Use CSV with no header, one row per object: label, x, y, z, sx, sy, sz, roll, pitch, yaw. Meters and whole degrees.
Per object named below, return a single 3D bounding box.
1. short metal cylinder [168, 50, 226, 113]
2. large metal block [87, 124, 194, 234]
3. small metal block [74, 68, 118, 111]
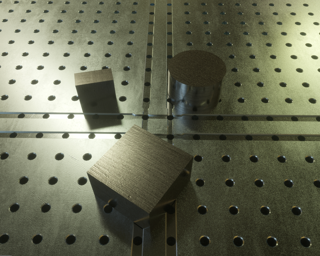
short metal cylinder,0.052,-0.068,0.449,0.080,0.050,0.080,0,50,0
large metal block,-0.020,0.054,0.346,0.080,0.050,0.080,28,55,21
small metal block,-0.089,-0.053,0.435,0.050,0.050,0.025,-10,51,-9
